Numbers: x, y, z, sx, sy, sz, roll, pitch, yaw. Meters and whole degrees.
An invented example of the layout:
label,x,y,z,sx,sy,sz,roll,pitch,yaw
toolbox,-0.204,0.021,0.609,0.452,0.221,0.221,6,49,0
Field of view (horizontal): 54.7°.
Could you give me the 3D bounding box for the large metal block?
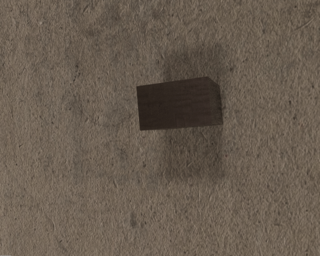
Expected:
label,x,y,z,sx,sy,sz,roll,pitch,yaw
large metal block,0.027,-0.025,0.370,0.080,0.080,0.050,-5,88,19
